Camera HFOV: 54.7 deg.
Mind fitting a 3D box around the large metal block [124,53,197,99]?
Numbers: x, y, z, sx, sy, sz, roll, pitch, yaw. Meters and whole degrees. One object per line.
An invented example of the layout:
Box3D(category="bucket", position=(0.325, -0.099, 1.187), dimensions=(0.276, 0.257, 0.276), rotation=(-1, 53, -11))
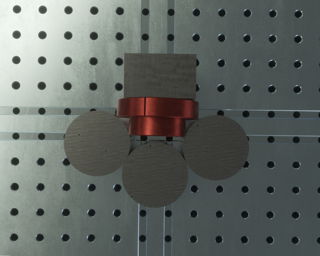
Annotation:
Box3D(category="large metal block", position=(0.000, -0.058, 0.385), dimensions=(0.081, 0.080, 0.050), rotation=(1, 90, 0))

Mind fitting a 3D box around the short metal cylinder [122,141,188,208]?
Box3D(category="short metal cylinder", position=(-0.006, 0.057, 0.401), dimensions=(0.081, 0.050, 0.079), rotation=(0, 90, 0))

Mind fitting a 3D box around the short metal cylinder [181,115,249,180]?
Box3D(category="short metal cylinder", position=(0.068, 0.024, 0.402), dimensions=(0.081, 0.050, 0.079), rotation=(0, 90, 0))

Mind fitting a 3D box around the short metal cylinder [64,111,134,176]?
Box3D(category="short metal cylinder", position=(-0.076, 0.019, 0.400), dimensions=(0.081, 0.050, 0.079), rotation=(0, 90, 0))

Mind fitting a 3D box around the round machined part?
Box3D(category="round machined part", position=(-0.003, -0.011, 0.375), dimensions=(0.099, 0.098, 0.042), rotation=(2, 90, 0))
